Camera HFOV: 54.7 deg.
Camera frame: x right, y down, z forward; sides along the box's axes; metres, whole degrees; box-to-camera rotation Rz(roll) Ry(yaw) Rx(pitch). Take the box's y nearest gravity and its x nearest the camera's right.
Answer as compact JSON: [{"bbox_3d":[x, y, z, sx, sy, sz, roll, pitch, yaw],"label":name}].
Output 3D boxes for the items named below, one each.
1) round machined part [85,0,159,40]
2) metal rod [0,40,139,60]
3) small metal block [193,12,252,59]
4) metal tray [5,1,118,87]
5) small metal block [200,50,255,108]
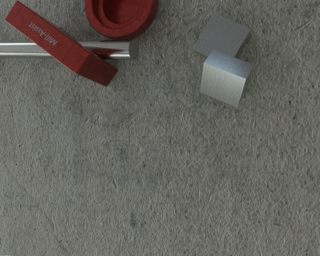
[{"bbox_3d":[-0.047,-0.165,0.416,0.098,0.042,0.097,0,90,19],"label":"round machined part"},{"bbox_3d":[-0.170,-0.114,0.453,0.301,0.025,0.025,7,92,24],"label":"metal rod"},{"bbox_3d":[0.077,-0.106,0.382,0.050,0.025,0.050,32,100,16],"label":"small metal block"},{"bbox_3d":[-0.129,-0.110,0.417,0.130,0.090,0.030,37,96,16],"label":"metal tray"},{"bbox_3d":[0.078,-0.058,0.366,0.050,0.050,0.025,25,60,18],"label":"small metal block"}]
